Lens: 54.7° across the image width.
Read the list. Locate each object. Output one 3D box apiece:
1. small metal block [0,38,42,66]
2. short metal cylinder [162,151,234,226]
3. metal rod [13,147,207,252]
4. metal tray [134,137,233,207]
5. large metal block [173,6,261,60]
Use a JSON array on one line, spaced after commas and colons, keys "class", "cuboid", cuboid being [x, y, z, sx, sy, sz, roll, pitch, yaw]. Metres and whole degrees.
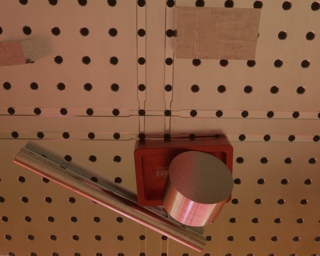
[{"class": "small metal block", "cuboid": [-0.175, -0.089, 0.365, 0.050, 0.050, 0.025, -5, 110, 1]}, {"class": "short metal cylinder", "cuboid": [0.046, 0.075, 0.392, 0.081, 0.080, 0.050, 10, 133, -4]}, {"class": "metal rod", "cuboid": [-0.064, 0.108, 0.452, 0.301, 0.025, 0.025, 29, 107, -11]}, {"class": "metal tray", "cuboid": [0.033, 0.061, 0.433, 0.131, 0.030, 0.089, -3, 110, 0]}, {"class": "large metal block", "cuboid": [0.057, -0.107, 0.345, 0.081, 0.080, 0.050, 1, 110, -1]}]
